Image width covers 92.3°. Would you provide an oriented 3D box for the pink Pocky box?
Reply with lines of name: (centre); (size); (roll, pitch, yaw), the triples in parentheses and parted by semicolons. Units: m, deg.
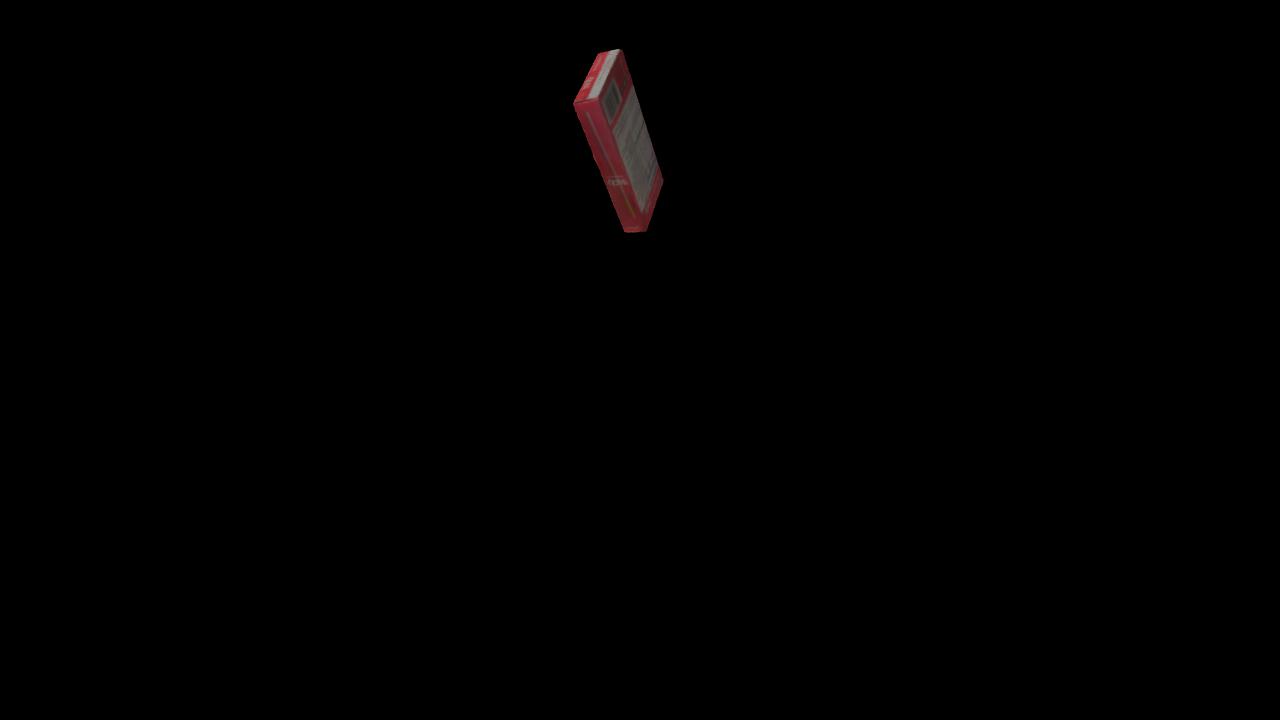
pink Pocky box: (-0.016, -0.211, 0.610); (0.029, 0.084, 0.155); (1, -36, 22)
